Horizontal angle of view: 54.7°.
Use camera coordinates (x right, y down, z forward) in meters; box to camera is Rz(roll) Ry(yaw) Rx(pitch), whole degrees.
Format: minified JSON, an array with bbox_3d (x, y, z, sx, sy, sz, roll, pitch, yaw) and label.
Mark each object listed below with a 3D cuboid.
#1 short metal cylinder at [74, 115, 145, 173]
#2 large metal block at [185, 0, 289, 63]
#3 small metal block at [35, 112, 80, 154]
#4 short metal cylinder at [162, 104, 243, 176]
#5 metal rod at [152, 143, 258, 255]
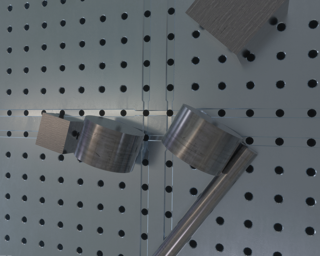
[{"bbox_3d":[-0.066,0.020,0.406,0.080,0.080,0.050,21,97,18],"label":"short metal cylinder"},{"bbox_3d":[0.091,-0.137,0.367,0.080,0.050,0.080,45,104,14],"label":"large metal block"},{"bbox_3d":[-0.154,0.007,0.467,0.050,0.025,0.050,17,96,19],"label":"small metal block"},{"bbox_3d":[0.049,0.013,0.366,0.080,0.080,0.050,33,101,17],"label":"short metal cylinder"},{"bbox_3d":[0.023,0.144,0.404,0.025,0.025,0.299,39,102,16],"label":"metal rod"}]
